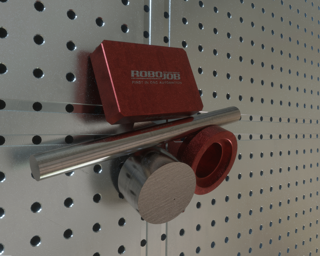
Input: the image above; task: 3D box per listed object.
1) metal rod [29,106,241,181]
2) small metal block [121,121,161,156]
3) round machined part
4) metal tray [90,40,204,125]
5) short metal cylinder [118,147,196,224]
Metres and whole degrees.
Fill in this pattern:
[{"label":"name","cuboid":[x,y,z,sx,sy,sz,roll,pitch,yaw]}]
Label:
[{"label":"metal rod","cuboid":[0.000,0.008,0.377,0.302,0.025,0.025,-14,99,-39]},{"label":"small metal block","cuboid":[-0.025,0.015,0.401,0.050,0.025,0.050,23,76,-38]},{"label":"round machined part","cuboid":[0.062,0.041,0.437,0.099,0.042,0.097,-23,127,-34]},{"label":"metal tray","cuboid":[-0.012,-0.055,0.379,0.131,0.030,0.090,-7,76,-41]},{"label":"short metal cylinder","cuboid":[-0.003,0.068,0.377,0.081,0.050,0.079,-14,116,-30]}]
